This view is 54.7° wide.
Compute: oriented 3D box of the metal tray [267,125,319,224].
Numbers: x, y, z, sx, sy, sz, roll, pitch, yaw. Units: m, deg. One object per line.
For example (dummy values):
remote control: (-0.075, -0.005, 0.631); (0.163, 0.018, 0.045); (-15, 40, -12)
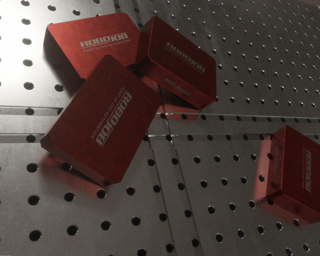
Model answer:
metal tray: (0.217, 0.069, 0.483); (0.090, 0.030, 0.130); (29, 52, -10)

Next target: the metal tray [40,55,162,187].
metal tray: (-0.061, -0.010, 0.358); (0.090, 0.030, 0.130); (38, 56, -19)

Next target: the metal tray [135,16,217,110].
metal tray: (0.029, -0.095, 0.459); (0.131, 0.030, 0.090); (28, 51, -30)

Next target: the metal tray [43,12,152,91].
metal tray: (-0.079, -0.110, 0.430); (0.131, 0.030, 0.090); (-27, 77, -37)
